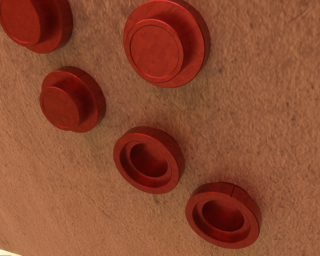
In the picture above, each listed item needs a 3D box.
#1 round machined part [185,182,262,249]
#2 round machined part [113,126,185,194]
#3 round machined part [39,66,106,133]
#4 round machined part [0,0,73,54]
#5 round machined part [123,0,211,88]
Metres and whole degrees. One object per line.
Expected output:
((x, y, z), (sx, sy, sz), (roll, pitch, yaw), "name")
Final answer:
((0.087, 0.112, 0.418), (0.098, 0.042, 0.097), (13, 124, 20), "round machined part")
((-0.011, 0.039, 0.425), (0.098, 0.042, 0.097), (13, 124, 20), "round machined part")
((-0.130, -0.035, 0.441), (0.098, 0.042, 0.097), (13, 124, 20), "round machined part")
((-0.164, -0.142, 0.392), (0.098, 0.042, 0.097), (13, 124, 20), "round machined part")
((0.002, -0.088, 0.339), (0.098, 0.042, 0.097), (13, 124, 20), "round machined part")
